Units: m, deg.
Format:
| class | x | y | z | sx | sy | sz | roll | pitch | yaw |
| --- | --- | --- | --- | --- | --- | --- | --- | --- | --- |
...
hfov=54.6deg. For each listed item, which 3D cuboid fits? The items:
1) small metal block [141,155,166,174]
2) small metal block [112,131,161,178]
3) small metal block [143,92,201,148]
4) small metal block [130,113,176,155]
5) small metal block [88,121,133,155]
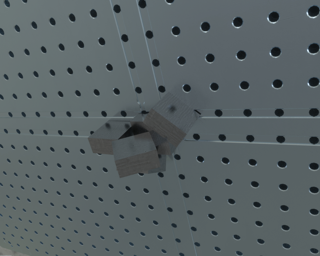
| class | x | y | z | sx | sy | sz | roll | pitch | yaw |
| --- | --- | --- | --- | --- | --- | --- | --- | --- | --- |
| small metal block | -0.025 | 0.048 | 0.435 | 0.050 | 0.050 | 0.025 | 2 | 88 | 28 |
| small metal block | -0.031 | 0.032 | 0.386 | 0.050 | 0.050 | 0.025 | -15 | 117 | -6 |
| small metal block | 0.015 | -0.012 | 0.380 | 0.050 | 0.050 | 0.025 | 37 | 128 | 3 |
| small metal block | -0.007 | 0.008 | 0.420 | 0.050 | 0.025 | 0.050 | 1 | 119 | 27 |
| small metal block | -0.064 | 0.013 | 0.437 | 0.050 | 0.050 | 0.025 | 2 | 120 | 28 |
